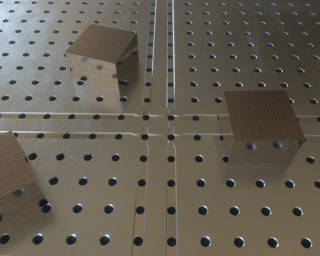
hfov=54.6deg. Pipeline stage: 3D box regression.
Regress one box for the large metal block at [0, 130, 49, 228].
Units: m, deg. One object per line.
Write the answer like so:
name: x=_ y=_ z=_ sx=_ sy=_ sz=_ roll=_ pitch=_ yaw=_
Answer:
large metal block: x=-0.182 y=0.061 z=0.340 sx=0.080 sy=0.050 sz=0.080 roll=-27 pitch=55 yaw=-21

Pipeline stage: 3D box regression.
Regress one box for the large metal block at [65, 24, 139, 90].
large metal block: x=-0.087 y=-0.113 z=0.487 sx=0.080 sy=0.050 sz=0.080 roll=15 pitch=52 yaw=12

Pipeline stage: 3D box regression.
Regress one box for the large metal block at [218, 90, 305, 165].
large metal block: x=0.123 y=-0.002 z=0.394 sx=0.080 sy=0.050 sz=0.080 roll=-1 pitch=50 yaw=-1
